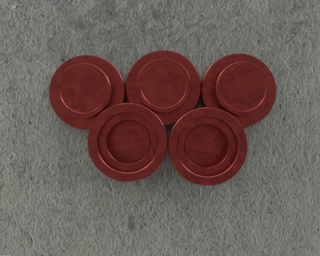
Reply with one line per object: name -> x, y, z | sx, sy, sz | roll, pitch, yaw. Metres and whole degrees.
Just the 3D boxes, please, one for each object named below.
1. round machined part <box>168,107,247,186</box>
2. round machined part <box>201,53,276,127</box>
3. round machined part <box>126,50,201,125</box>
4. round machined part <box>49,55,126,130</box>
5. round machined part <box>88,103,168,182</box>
round machined part -> 0.059, 0.023, 0.403 | 0.099, 0.042, 0.097 | 0, 90, -1
round machined part -> 0.103, -0.049, 0.404 | 0.099, 0.042, 0.097 | 0, 90, -1
round machined part -> 0.004, -0.053, 0.403 | 0.099, 0.042, 0.097 | 0, 90, -1
round machined part -> -0.095, -0.046, 0.401 | 0.099, 0.042, 0.097 | 0, 90, -1
round machined part -> -0.040, 0.018, 0.402 | 0.099, 0.042, 0.097 | 0, 90, -1
